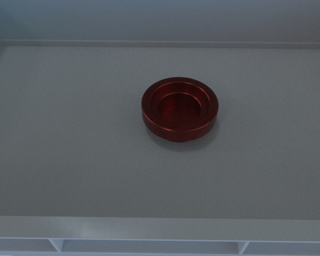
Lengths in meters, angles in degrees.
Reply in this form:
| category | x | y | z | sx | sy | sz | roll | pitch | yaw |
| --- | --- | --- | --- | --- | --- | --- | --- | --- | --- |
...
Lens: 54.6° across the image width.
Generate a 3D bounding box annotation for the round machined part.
| category | x | y | z | sx | sy | sz | roll | pitch | yaw |
| --- | --- | --- | --- | --- | --- | --- | --- | --- | --- |
| round machined part | 0.026 | -0.020 | 0.411 | 0.099 | 0.042 | 0.098 | 0 | 50 | 0 |
